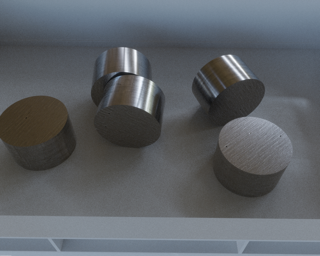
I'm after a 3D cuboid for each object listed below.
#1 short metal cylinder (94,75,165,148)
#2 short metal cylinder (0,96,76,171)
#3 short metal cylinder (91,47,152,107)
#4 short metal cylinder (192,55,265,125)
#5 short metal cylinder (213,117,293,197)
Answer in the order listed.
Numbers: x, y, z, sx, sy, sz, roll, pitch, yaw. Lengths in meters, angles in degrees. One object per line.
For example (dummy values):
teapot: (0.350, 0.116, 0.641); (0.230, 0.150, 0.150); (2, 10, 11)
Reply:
short metal cylinder: (-0.036, -0.019, 0.385); (0.080, 0.080, 0.050); (5, 51, 4)
short metal cylinder: (-0.149, 0.006, 0.383); (0.080, 0.050, 0.080); (0, 50, 0)
short metal cylinder: (-0.051, -0.061, 0.421); (0.081, 0.080, 0.050); (-3, 50, -2)
short metal cylinder: (0.090, -0.049, 0.411); (0.081, 0.080, 0.050); (-16, 52, -13)
short metal cylinder: (0.105, 0.033, 0.362); (0.080, 0.050, 0.080); (0, 50, 0)
